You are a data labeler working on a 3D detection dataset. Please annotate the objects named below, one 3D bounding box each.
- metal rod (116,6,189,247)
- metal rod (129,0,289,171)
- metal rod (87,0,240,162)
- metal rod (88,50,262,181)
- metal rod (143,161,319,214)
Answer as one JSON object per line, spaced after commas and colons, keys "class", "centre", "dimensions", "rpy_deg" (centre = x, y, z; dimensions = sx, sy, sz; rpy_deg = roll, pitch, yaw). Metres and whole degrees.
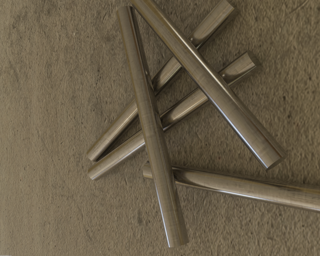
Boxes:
{"class": "metal rod", "centre": [-0.012, -0.011, 0.380], "dimensions": [0.025, 0.025, 0.299], "rpy_deg": [-22, 76, 38]}
{"class": "metal rod", "centre": [0.031, -0.081, 0.345], "dimensions": [0.025, 0.025, 0.299], "rpy_deg": [-49, 61, 29]}
{"class": "metal rod", "centre": [-0.013, -0.047, 0.416], "dimensions": [0.299, 0.025, 0.025], "rpy_deg": [-44, 64, 31]}
{"class": "metal rod", "centre": [-0.002, 0.000, 0.406], "dimensions": [0.299, 0.025, 0.025], "rpy_deg": [-35, 68, 34]}
{"class": "metal rod", "centre": [0.101, 0.063, 0.321], "dimensions": [0.300, 0.025, 0.025], "rpy_deg": [3, 92, 40]}
